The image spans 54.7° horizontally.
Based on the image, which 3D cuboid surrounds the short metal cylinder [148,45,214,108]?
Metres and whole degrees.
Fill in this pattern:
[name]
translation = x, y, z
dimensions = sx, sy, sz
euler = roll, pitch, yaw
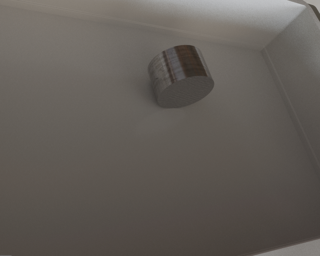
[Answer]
[short metal cylinder]
translation = 0.028, -0.069, 0.429
dimensions = 0.081, 0.080, 0.050
euler = -4, 64, -30
